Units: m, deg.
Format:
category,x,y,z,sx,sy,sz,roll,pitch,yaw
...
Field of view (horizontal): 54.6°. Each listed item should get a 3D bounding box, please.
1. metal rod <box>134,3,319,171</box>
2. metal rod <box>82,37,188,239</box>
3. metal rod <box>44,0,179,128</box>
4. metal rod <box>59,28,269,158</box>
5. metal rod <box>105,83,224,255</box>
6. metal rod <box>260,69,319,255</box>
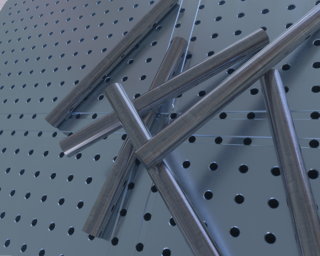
category,x,y,z,sx,sy,sz,roll,pitch,yaw
metal rod,0.095,-0.057,0.353,0.301,0.025,0.025,-39,50,-14
metal rod,-0.026,-0.001,0.423,0.025,0.025,0.300,11,67,33
metal rod,-0.079,-0.118,0.523,0.300,0.025,0.025,-47,51,-5
metal rod,0.007,-0.047,0.407,0.301,0.025,0.025,-30,51,-1
metal rod,0.012,0.065,0.326,0.025,0.025,0.299,-35,63,5
metal rod,0.134,0.064,0.298,0.025,0.025,0.300,-14,56,21
